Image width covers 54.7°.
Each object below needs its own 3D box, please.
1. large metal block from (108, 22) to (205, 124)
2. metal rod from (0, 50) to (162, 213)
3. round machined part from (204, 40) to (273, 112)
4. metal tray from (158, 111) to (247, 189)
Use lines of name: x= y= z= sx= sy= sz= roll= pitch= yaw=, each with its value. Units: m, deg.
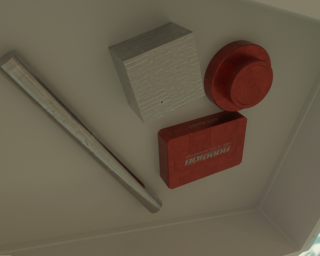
large metal block: x=-0.002 y=-0.063 z=0.354 sx=0.080 sy=0.050 sz=0.080 roll=-26 pitch=128 yaw=-13
metal rod: x=-0.076 y=0.028 z=0.385 sx=0.025 sy=0.025 sz=0.300 roll=-39 pitch=130 yaw=-3
round machined part: x=0.113 y=-0.065 z=0.421 sx=0.099 sy=0.042 sz=0.097 roll=-14 pitch=124 yaw=-21
metal tray: x=0.064 y=0.030 z=0.461 sx=0.131 sy=0.030 sz=0.089 roll=-16 pitch=125 yaw=-20
